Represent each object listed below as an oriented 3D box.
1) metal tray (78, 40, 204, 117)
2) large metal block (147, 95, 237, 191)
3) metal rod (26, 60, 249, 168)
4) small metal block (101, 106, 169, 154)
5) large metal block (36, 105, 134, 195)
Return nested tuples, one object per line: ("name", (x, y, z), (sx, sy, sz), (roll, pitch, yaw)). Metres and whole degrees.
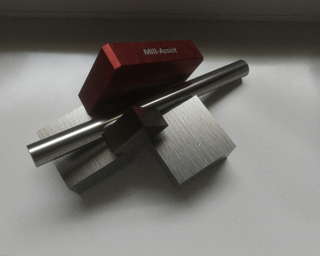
("metal tray", (-0.021, -0.060, 0.367), (0.131, 0.090, 0.030), (-16, 69, -40))
("large metal block", (0.034, 0.019, 0.388), (0.080, 0.050, 0.080), (-32, 73, -11))
("metal rod", (-0.006, -0.028, 0.379), (0.302, 0.025, 0.025), (-25, 72, -25))
("small metal block", (-0.027, 0.002, 0.342), (0.050, 0.050, 0.025), (-40, 71, 25))
("large metal block", (-0.090, 0.023, 0.383), (0.080, 0.050, 0.080), (-32, 73, -11))
